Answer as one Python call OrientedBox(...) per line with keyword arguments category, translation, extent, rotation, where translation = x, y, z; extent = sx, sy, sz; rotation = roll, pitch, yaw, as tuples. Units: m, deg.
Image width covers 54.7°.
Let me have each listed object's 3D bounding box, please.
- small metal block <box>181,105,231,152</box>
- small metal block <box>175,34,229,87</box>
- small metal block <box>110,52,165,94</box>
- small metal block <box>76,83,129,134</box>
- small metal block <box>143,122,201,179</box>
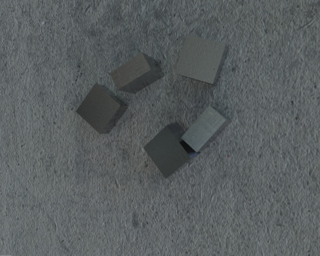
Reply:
OrientedBox(category="small metal block", translation=(0.057, 0.001, 0.375), extent=(0.025, 0.050, 0.050), rotation=(44, 103, 14))
OrientedBox(category="small metal block", translation=(0.053, -0.085, 0.390), extent=(0.050, 0.025, 0.050), rotation=(20, 97, 18))
OrientedBox(category="small metal block", translation=(-0.029, -0.070, 0.406), extent=(0.050, 0.050, 0.025), rotation=(-29, 81, 18))
OrientedBox(category="small metal block", translation=(-0.082, -0.027, 0.438), extent=(0.050, 0.025, 0.050), rotation=(41, 103, 15))
OrientedBox(category="small metal block", translation=(0.015, 0.028, 0.396), extent=(0.050, 0.025, 0.050), rotation=(-45, 76, 34))
